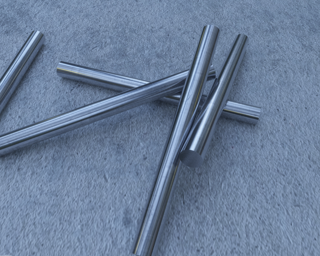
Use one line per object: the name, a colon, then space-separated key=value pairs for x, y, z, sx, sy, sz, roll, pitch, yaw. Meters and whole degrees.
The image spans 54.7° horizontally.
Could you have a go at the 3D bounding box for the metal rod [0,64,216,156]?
metal rod: x=-0.068 y=-0.027 z=0.404 sx=0.302 sy=0.025 sz=0.025 roll=-21 pitch=53 yaw=-9

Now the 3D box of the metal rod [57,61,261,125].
metal rod: x=-0.010 y=-0.054 z=0.447 sx=0.301 sy=0.025 sz=0.025 roll=15 pitch=52 yaw=12

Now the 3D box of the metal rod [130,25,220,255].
metal rod: x=0.026 y=-0.004 z=0.363 sx=0.025 sy=0.025 sz=0.300 roll=14 pitch=65 yaw=11

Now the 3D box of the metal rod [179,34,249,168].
metal rod: x=0.085 y=-0.059 z=0.422 sx=0.025 sy=0.025 sz=0.301 roll=17 pitch=43 yaw=13

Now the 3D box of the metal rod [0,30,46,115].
metal rod: x=-0.227 y=-0.043 z=0.437 sx=0.025 sy=0.025 sz=0.300 roll=5 pitch=50 yaw=4
